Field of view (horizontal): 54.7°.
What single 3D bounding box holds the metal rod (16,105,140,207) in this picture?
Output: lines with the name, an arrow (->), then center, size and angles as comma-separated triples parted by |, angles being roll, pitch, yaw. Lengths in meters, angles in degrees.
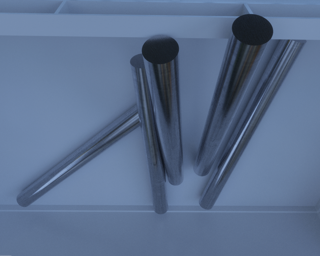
metal rod -> -0.111, 0.041, 0.442 | 0.299, 0.025, 0.025 | -34, 122, 25

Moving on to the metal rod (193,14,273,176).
metal rod -> 0.060, 0.000, 0.327 | 0.025, 0.025, 0.299 | -1, 156, 1

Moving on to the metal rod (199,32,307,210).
metal rod -> 0.110, 0.015, 0.422 | 0.025, 0.025, 0.298 | 10, 130, -8

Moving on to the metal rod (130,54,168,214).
metal rod -> -0.008, 0.034, 0.414 | 0.025, 0.025, 0.298 | -3, 138, 2

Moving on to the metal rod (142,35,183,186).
metal rod -> 0.012, 0.012, 0.342 | 0.025, 0.025, 0.299 | -4, 154, 3
